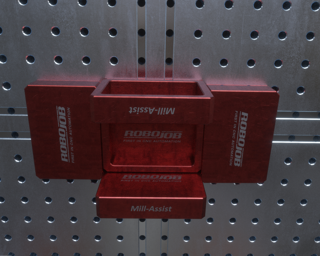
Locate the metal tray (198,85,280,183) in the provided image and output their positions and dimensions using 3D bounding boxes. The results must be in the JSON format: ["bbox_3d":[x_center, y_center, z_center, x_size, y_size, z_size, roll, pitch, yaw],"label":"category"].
[{"bbox_3d":[0.101,0.010,0.414,0.091,0.030,0.129,1,110,-2],"label":"metal tray"}]

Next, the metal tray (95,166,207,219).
[{"bbox_3d":[-0.011,0.079,0.406,0.131,0.090,0.030,1,110,-1],"label":"metal tray"}]

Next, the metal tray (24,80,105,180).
[{"bbox_3d":[-0.121,0.004,0.410,0.091,0.030,0.129,1,110,-1],"label":"metal tray"}]

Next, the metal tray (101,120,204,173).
[{"bbox_3d":[-0.010,0.013,0.413,0.131,0.030,0.089,1,110,-1],"label":"metal tray"}]

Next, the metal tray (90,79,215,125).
[{"bbox_3d":[-0.008,-0.034,0.366,0.131,0.090,0.030,1,110,-1],"label":"metal tray"}]
